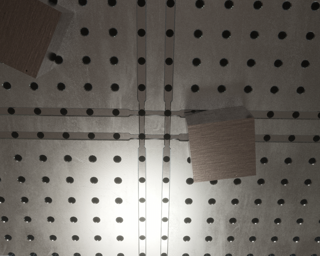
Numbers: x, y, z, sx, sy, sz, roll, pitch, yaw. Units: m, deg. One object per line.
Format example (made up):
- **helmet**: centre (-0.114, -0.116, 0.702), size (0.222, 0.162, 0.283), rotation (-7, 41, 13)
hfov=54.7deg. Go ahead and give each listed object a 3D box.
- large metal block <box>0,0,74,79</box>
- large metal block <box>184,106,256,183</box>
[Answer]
- **large metal block**: centre (-0.158, -0.115, 0.356), size (0.080, 0.050, 0.080), rotation (26, 108, -10)
- **large metal block**: centre (0.078, 0.020, 0.409), size (0.080, 0.050, 0.079), rotation (-7, 110, 2)
